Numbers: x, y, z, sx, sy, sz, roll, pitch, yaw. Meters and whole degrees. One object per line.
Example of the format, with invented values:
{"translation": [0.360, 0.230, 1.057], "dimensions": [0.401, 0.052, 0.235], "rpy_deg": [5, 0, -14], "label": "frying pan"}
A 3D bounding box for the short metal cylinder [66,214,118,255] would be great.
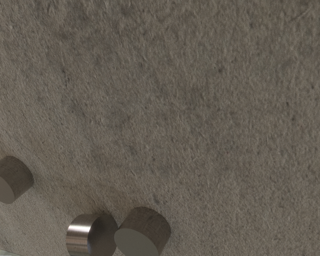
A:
{"translation": [-0.119, 0.195, 0.552], "dimensions": [0.050, 0.080, 0.080], "rpy_deg": [-7, 115, 31], "label": "short metal cylinder"}

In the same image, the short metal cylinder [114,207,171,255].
{"translation": [-0.028, 0.178, 0.514], "dimensions": [0.080, 0.050, 0.079], "rpy_deg": [13, 124, 20], "label": "short metal cylinder"}

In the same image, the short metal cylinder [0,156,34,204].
{"translation": [-0.298, 0.101, 0.607], "dimensions": [0.080, 0.050, 0.079], "rpy_deg": [13, 124, 20], "label": "short metal cylinder"}
